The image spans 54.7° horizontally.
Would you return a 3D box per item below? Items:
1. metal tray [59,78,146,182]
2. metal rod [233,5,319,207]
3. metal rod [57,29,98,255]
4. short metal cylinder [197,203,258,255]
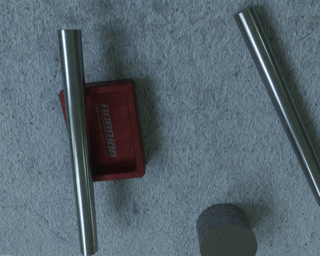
[{"bbox_3d":[-0.071,0.005,0.408,0.091,0.030,0.129,-6,110,2],"label":"metal tray"},{"bbox_3d":[0.170,-0.014,0.405,0.025,0.025,0.299,-28,108,10],"label":"metal rod"},{"bbox_3d":[-0.099,0.033,0.388,0.025,0.025,0.298,0,110,0],"label":"metal rod"},{"bbox_3d":[0.096,0.160,0.456,0.081,0.050,0.079,0,110,0],"label":"short metal cylinder"}]
